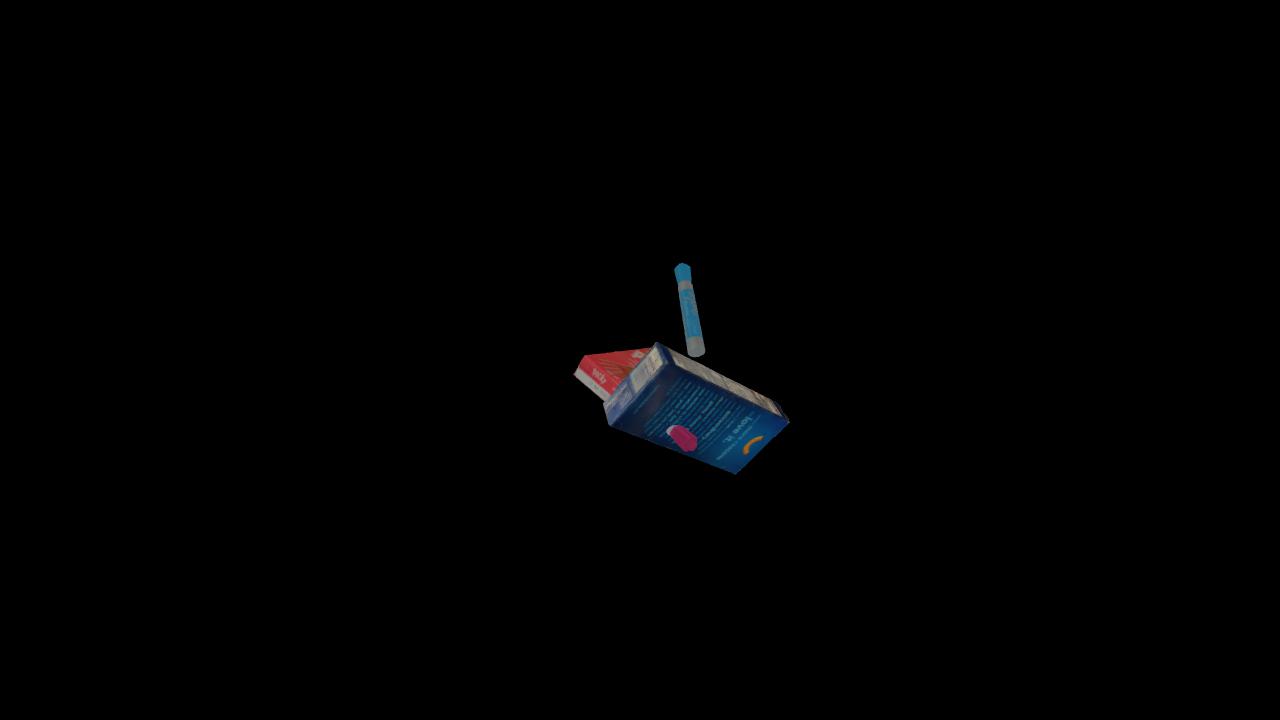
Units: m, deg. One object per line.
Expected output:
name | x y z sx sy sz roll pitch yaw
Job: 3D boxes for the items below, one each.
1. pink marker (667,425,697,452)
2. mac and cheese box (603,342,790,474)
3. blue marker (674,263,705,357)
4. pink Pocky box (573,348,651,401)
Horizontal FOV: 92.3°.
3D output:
pink marker | 0.018 0.055 0.643 0.020 0.020 0.121 0 31 -43
mac and cheese box | 0.062 0.056 0.646 0.184 0.093 0.041 26 25 -33
blue marker | 0.054 -0.058 0.677 0.020 0.121 0.020 -5 -32 -3
pink Pocky box | 0.005 0.023 0.688 0.084 0.029 0.155 39 23 23
